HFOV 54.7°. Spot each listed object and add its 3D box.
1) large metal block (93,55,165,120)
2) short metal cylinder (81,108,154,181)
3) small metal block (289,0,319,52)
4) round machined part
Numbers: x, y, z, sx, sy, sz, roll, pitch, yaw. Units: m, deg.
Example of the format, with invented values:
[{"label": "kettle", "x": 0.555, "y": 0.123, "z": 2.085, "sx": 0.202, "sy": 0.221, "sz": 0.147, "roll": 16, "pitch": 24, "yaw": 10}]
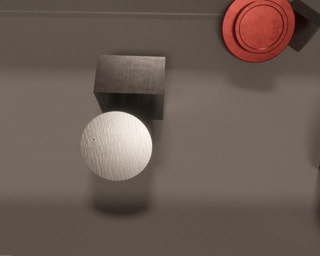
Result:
[{"label": "large metal block", "x": -0.035, "y": -0.049, "z": 0.398, "sx": 0.081, "sy": 0.080, "sz": 0.050, "roll": 2, "pitch": 70, "yaw": 0}, {"label": "short metal cylinder", "x": -0.049, "y": 0.017, "z": 0.373, "sx": 0.081, "sy": 0.050, "sz": 0.079, "roll": 0, "pitch": 98, "yaw": 1}, {"label": "small metal block", "x": 0.202, "y": -0.149, "z": 0.451, "sx": 0.050, "sy": 0.050, "sz": 0.025, "roll": 43, "pitch": 64, "yaw": 13}, {"label": "round machined part", "x": 0.135, "y": -0.139, "z": 0.426, "sx": 0.099, "sy": 0.042, "sz": 0.097, "roll": 2, "pitch": 110, "yaw": 5}]
